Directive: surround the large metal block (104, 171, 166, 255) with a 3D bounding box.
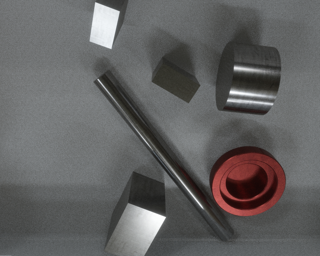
[{"bbox_3d":[-0.033,0.120,0.426,0.050,0.080,0.079,23,108,-9],"label":"large metal block"}]

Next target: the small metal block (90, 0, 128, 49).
[{"bbox_3d":[-0.055,-0.125,0.341,0.025,0.050,0.050,19,142,-7],"label":"small metal block"}]

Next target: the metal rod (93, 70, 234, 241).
[{"bbox_3d":[0.014,0.049,0.429,0.025,0.025,0.300,-34,107,11],"label":"metal rod"}]

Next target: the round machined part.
[{"bbox_3d":[0.118,0.069,0.429,0.099,0.042,0.097,0,110,-1],"label":"round machined part"}]

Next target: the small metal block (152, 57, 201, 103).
[{"bbox_3d":[0.018,-0.059,0.376,0.050,0.050,0.025,29,107,-11],"label":"small metal block"}]

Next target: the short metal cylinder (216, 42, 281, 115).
[{"bbox_3d":[0.100,-0.057,0.362,0.050,0.080,0.079,6,110,-3],"label":"short metal cylinder"}]
